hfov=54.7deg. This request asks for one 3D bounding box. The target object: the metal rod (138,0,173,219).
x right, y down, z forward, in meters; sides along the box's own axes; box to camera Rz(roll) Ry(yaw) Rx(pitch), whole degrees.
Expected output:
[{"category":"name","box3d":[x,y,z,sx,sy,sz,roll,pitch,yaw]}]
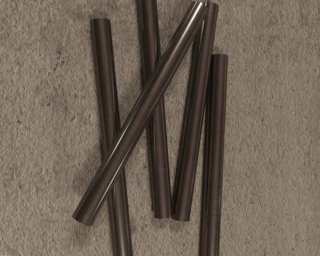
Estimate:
[{"category":"metal rod","box3d":[-0.007,-0.032,0.407,0.025,0.025,0.298,-5,92,-20]}]

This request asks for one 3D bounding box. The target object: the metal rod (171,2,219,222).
[{"category":"metal rod","box3d":[0.049,-0.024,0.428,0.025,0.025,0.298,9,87,-20]}]

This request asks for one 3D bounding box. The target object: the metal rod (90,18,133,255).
[{"category":"metal rod","box3d":[-0.060,0.017,0.387,0.025,0.025,0.298,-6,92,-20]}]

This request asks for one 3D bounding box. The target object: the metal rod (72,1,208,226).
[{"category":"metal rod","box3d":[-0.018,-0.025,0.375,0.025,0.025,0.299,31,80,-18]}]

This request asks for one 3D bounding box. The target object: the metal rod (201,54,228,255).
[{"category":"metal rod","box3d":[0.077,0.046,0.439,0.025,0.025,0.298,3,89,-20]}]
